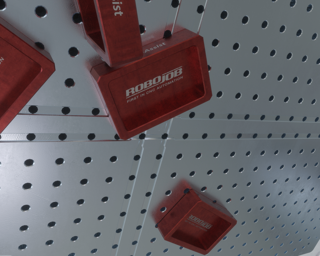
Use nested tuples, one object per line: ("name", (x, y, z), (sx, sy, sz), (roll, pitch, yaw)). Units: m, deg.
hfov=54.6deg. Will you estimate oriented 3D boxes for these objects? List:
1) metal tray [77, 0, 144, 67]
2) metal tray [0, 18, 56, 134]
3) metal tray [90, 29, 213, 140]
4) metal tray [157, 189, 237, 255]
("metal tray", (-0.053, -0.127, 0.260), (0.030, 0.090, 0.129), (-20, 126, -17))
("metal tray", (-0.175, -0.040, 0.287), (0.130, 0.030, 0.090), (-47, 129, 5))
("metal tray", (-0.005, -0.052, 0.372), (0.131, 0.030, 0.090), (-26, 128, -12))
("metal tray", (0.069, 0.170, 0.549), (0.090, 0.030, 0.130), (-49, 129, 6))
